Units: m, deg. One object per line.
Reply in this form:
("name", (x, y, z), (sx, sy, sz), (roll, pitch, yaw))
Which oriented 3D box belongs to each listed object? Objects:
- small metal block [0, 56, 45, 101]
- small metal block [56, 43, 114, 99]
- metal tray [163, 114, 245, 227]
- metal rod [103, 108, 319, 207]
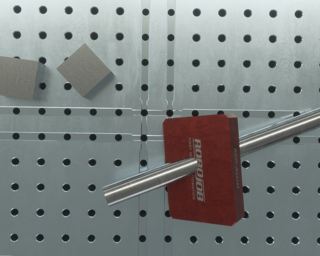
("small metal block", (-0.186, -0.065, 0.412), (0.050, 0.025, 0.050), (8, 90, 0))
("small metal block", (-0.098, -0.075, 0.412), (0.050, 0.025, 0.050), (-42, 90, 0))
("metal tray", (0.053, 0.050, 0.388), (0.090, 0.030, 0.129), (-4, 90, 34))
("metal rod", (0.077, 0.033, 0.392), (0.302, 0.025, 0.025), (-19, 90, -9))
